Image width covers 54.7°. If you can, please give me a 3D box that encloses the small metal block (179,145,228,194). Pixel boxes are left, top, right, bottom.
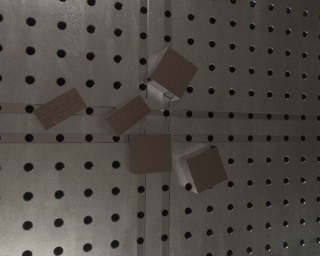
[{"bbox_3d":[0.061,0.057,0.437,0.050,0.025,0.050,-22,98,-19],"label":"small metal block"}]

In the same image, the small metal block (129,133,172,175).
[{"bbox_3d":[-0.013,0.033,0.409,0.050,0.025,0.050,-2,91,-21],"label":"small metal block"}]

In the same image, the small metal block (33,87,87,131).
[{"bbox_3d":[-0.116,-0.021,0.357,0.050,0.050,0.025,-33,101,-17],"label":"small metal block"}]

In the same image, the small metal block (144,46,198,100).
[{"bbox_3d":[0.015,-0.073,0.419,0.050,0.025,0.050,33,79,-17],"label":"small metal block"}]

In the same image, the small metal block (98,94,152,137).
[{"bbox_3d":[-0.044,-0.015,0.384,0.050,0.050,0.025,-38,103,-16],"label":"small metal block"}]
